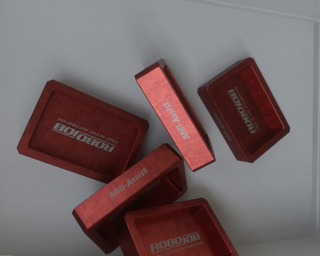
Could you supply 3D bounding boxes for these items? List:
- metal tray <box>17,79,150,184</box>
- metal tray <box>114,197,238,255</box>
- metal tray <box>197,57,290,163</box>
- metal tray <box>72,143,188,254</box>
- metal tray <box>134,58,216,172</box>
[{"bbox_3d":[-0.089,0.009,0.375,0.131,0.030,0.090,24,82,-19],"label":"metal tray"},{"bbox_3d":[0.022,0.135,0.363,0.131,0.030,0.090,1,47,-39],"label":"metal tray"},{"bbox_3d":[0.125,-0.025,0.455,0.090,0.030,0.130,-36,102,-17],"label":"metal tray"},{"bbox_3d":[-0.028,0.085,0.369,0.131,0.030,0.090,-35,146,-17],"label":"metal tray"},{"bbox_3d":[0.021,-0.020,0.383,0.030,0.090,0.130,-29,101,11],"label":"metal tray"}]
